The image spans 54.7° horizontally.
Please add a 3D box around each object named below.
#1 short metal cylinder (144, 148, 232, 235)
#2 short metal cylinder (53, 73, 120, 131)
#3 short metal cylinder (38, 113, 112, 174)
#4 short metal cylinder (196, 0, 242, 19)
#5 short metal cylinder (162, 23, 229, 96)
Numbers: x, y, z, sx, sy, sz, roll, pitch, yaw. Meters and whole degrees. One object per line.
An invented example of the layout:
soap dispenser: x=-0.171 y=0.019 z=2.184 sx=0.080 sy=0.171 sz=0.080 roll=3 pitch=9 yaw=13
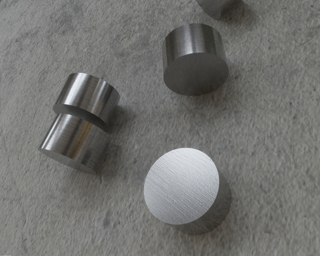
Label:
short metal cylinder: x=0.030 y=0.068 z=0.330 sx=0.080 sy=0.050 sz=0.080 roll=-13 pitch=56 yaw=20
short metal cylinder: x=-0.104 y=-0.035 z=0.442 sx=0.080 sy=0.080 sz=0.050 roll=4 pitch=64 yaw=30
short metal cylinder: x=-0.112 y=0.022 z=0.412 sx=0.080 sy=0.080 sz=0.050 roll=9 pitch=67 yaw=32
short metal cylinder: x=0.082 y=-0.209 z=0.452 sx=0.050 sy=0.080 sz=0.080 roll=-39 pitch=51 yaw=2
short metal cylinder: x=0.044 y=-0.085 z=0.397 sx=0.080 sy=0.080 sz=0.050 roll=-15 pitch=56 yaw=19
